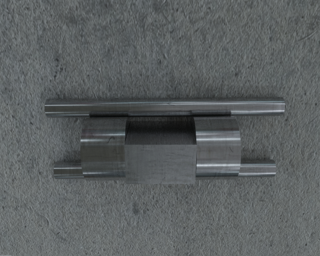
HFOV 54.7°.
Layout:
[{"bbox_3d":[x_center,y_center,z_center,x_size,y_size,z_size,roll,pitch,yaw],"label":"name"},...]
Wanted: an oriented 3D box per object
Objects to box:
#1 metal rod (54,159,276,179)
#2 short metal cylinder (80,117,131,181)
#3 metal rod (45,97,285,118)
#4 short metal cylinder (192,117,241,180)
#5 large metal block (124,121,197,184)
[{"bbox_3d":[0.007,0.058,0.432,0.302,0.025,0.025,-1,110,0],"label":"metal rod"},{"bbox_3d":[-0.065,0.026,0.390,0.050,0.080,0.079,-1,110,0],"label":"short metal cylinder"},{"bbox_3d":[0.007,-0.027,0.401,0.302,0.025,0.025,-1,110,0],"label":"metal rod"},{"bbox_3d":[0.067,0.025,0.391,0.050,0.080,0.079,-1,110,0],"label":"short metal cylinder"},{"bbox_3d":[0.001,0.028,0.389,0.081,0.080,0.050,0,110,0],"label":"large metal block"}]
